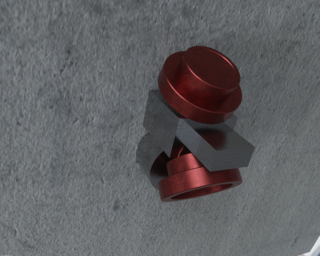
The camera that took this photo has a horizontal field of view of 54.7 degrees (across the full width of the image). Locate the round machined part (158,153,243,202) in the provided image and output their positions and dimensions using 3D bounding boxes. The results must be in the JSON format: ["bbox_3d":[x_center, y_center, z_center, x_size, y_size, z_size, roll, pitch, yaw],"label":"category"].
[{"bbox_3d":[0.045,0.057,0.373,0.099,0.042,0.098,-11,161,-4],"label":"round machined part"}]

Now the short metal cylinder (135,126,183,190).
[{"bbox_3d":[0.013,0.041,0.427,0.081,0.050,0.079,-14,125,-21],"label":"short metal cylinder"}]

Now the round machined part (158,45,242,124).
[{"bbox_3d":[0.051,-0.055,0.351,0.099,0.098,0.042,-2,145,-28],"label":"round machined part"}]

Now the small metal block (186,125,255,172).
[{"bbox_3d":[0.064,0.020,0.337,0.050,0.050,0.025,-3,119,-27],"label":"small metal block"}]

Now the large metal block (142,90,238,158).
[{"bbox_3d":[0.034,-0.008,0.387,0.081,0.080,0.050,-2,120,-28],"label":"large metal block"}]
